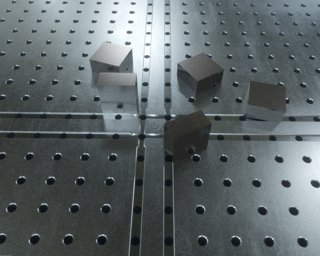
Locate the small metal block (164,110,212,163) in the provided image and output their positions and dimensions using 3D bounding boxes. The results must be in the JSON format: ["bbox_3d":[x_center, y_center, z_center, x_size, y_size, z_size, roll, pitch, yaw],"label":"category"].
[{"bbox_3d":[0.033,0.011,0.383,0.050,0.050,0.025,-20,53,-17],"label":"small metal block"}]

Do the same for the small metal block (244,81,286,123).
[{"bbox_3d":[0.150,-0.038,0.442,0.050,0.025,0.050,11,51,8],"label":"small metal block"}]

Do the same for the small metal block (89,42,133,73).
[{"bbox_3d":[-0.077,-0.110,0.499,0.050,0.025,0.050,16,52,12],"label":"small metal block"}]

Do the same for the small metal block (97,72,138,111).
[{"bbox_3d":[-0.057,-0.050,0.433,0.050,0.050,0.025,1,50,1],"label":"small metal block"}]

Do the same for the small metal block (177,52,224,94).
[{"bbox_3d":[0.062,-0.086,0.481,0.050,0.025,0.050,-26,55,-21],"label":"small metal block"}]
